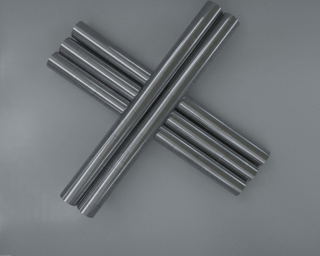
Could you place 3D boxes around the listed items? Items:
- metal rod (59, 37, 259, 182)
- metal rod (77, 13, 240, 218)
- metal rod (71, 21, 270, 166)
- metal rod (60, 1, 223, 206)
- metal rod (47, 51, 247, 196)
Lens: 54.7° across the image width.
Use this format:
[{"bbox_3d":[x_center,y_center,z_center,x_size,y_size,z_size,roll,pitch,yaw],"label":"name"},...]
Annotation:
[{"bbox_3d":[-0.001,-0.024,0.410,0.301,0.025,0.025,34,90,0],"label":"metal rod"},{"bbox_3d":[-0.002,-0.016,0.385,0.025,0.025,0.300,37,90,0],"label":"metal rod"},{"bbox_3d":[0.014,-0.045,0.410,0.301,0.025,0.025,35,90,0],"label":"metal rod"},{"bbox_3d":[-0.023,-0.030,0.385,0.025,0.025,0.300,37,90,0],"label":"metal rod"},{"bbox_3d":[-0.017,-0.005,0.410,0.301,0.025,0.025,34,90,0],"label":"metal rod"}]
